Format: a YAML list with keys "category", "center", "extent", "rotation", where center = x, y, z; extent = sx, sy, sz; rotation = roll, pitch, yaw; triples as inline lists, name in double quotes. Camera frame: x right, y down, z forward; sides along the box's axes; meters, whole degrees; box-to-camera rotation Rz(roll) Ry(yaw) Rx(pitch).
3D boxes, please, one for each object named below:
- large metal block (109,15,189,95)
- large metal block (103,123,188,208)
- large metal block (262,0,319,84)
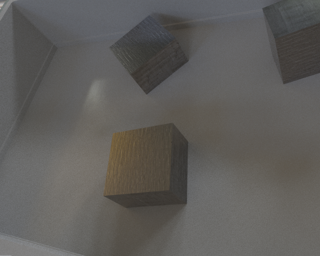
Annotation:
- category: "large metal block"
  center: [-0.018, -0.111, 0.468]
  extent: [0.080, 0.050, 0.080]
  rotation: [-39, 51, 2]
- category: "large metal block"
  center: [-0.014, 0.046, 0.369]
  extent: [0.080, 0.050, 0.080]
  rotation: [-10, 57, 23]
- category: "large metal block"
  center: [0.168, -0.104, 0.346]
  extent: [0.080, 0.080, 0.050]
  rotation: [-17, 55, 18]
